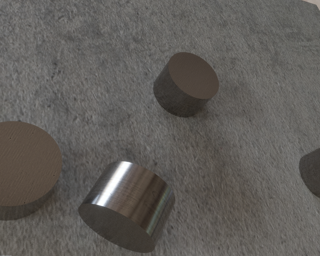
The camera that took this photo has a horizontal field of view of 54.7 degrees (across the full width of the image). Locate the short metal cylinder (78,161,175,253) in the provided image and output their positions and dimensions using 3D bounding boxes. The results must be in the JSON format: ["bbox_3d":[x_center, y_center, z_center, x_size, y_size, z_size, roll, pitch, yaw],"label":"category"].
[{"bbox_3d":[-0.031,0.078,0.305,0.080,0.080,0.050,35,51,-6],"label":"short metal cylinder"}]

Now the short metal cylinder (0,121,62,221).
[{"bbox_3d":[-0.138,0.040,0.289,0.081,0.050,0.080,14,56,-21],"label":"short metal cylinder"}]

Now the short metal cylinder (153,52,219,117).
[{"bbox_3d":[0.037,-0.062,0.447,0.081,0.050,0.080,14,56,-21],"label":"short metal cylinder"}]

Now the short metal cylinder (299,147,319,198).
[{"bbox_3d":[0.274,0.069,0.496,0.081,0.050,0.080,14,56,-21],"label":"short metal cylinder"}]
